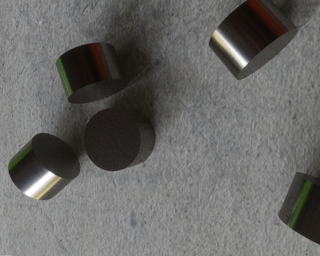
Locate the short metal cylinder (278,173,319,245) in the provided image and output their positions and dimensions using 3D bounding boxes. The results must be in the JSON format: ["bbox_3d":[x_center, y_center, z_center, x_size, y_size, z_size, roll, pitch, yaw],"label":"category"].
[{"bbox_3d":[0.172,0.085,0.319,0.080,0.080,0.050,22,97,18],"label":"short metal cylinder"}]

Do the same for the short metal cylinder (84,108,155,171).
[{"bbox_3d":[-0.053,0.015,0.413,0.080,0.050,0.079,0,90,19],"label":"short metal cylinder"}]

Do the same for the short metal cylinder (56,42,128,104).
[{"bbox_3d":[-0.090,-0.071,0.410,0.080,0.080,0.050,-23,83,18],"label":"short metal cylinder"}]

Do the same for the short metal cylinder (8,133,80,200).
[{"bbox_3d":[-0.160,0.053,0.435,0.050,0.080,0.080,-41,77,15],"label":"short metal cylinder"}]

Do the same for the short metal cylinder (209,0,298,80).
[{"bbox_3d":[0.102,-0.098,0.344,0.080,0.080,0.050,-39,78,15],"label":"short metal cylinder"}]
